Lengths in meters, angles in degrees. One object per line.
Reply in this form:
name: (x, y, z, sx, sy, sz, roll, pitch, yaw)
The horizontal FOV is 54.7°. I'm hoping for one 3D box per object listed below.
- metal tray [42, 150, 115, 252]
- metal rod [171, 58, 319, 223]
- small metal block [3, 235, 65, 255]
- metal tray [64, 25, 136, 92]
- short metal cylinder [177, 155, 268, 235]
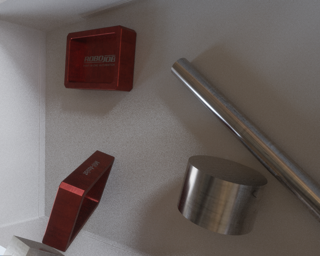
metal tray: (-0.107, 0.093, 0.427, 0.030, 0.130, 0.089, 22, 106, 3)
metal rod: (0.109, 0.025, 0.315, 0.300, 0.025, 0.025, 50, 119, 28)
small metal block: (-0.150, 0.154, 0.371, 0.050, 0.050, 0.025, 2, 63, 46)
metal tray: (-0.096, -0.104, 0.480, 0.130, 0.030, 0.089, 8, 95, 39)
short metal cylinder: (0.063, 0.065, 0.318, 0.080, 0.081, 0.050, 21, 104, 37)
